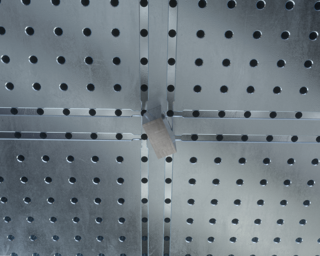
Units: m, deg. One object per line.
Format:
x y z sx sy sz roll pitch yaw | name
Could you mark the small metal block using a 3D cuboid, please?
0.000 0.004 0.401 0.025 0.050 0.050 -21 109 7 | small metal block
